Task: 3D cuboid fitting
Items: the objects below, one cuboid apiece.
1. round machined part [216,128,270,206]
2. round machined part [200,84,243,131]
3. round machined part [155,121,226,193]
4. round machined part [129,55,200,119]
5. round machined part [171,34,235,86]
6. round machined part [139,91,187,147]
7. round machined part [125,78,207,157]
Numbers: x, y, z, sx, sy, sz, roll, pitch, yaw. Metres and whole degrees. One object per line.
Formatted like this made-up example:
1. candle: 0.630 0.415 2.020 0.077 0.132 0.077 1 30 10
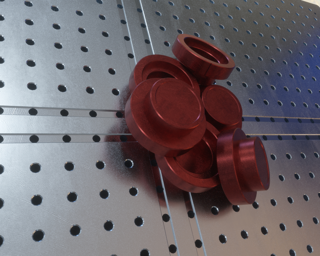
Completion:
1. round machined part: 0.110 0.047 0.395 0.098 0.042 0.098 32 52 -52
2. round machined part: 0.081 -0.024 0.455 0.099 0.042 0.098 13 56 -21
3. round machined part: 0.037 0.036 0.395 0.099 0.042 0.098 13 56 -21
4. round machined part: 0.003 -0.050 0.429 0.099 0.042 0.098 13 56 -21
5. round machined part: 0.062 -0.101 0.477 0.099 0.042 0.098 20 32 -13
6. round machined part: 0.007 -0.012 0.407 0.099 0.042 0.098 13 56 -21
7. round machined part: 0.013 -0.019 0.361 0.099 0.042 0.098 13 56 -21
